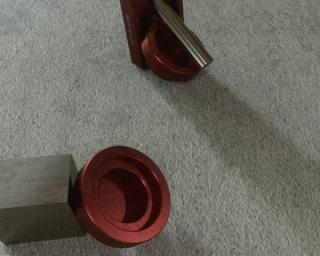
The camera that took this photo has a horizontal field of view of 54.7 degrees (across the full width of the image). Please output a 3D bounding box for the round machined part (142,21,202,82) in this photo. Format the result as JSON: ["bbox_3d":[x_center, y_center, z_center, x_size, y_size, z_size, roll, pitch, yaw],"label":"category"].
[{"bbox_3d":[0.017,-0.111,0.469,0.099,0.042,0.098,13,59,-23],"label":"round machined part"}]

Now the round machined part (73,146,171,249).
[{"bbox_3d":[-0.041,0.071,0.313,0.099,0.042,0.098,22,50,-28],"label":"round machined part"}]

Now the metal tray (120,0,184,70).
[{"bbox_3d":[-0.008,-0.164,0.471,0.091,0.129,0.030,-31,46,-23],"label":"metal tray"}]

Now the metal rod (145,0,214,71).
[{"bbox_3d":[-0.024,-0.208,0.456,0.025,0.025,0.300,-36,85,-26],"label":"metal rod"}]

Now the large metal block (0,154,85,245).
[{"bbox_3d":[-0.121,0.072,0.306,0.081,0.080,0.050,-5,50,-4],"label":"large metal block"}]
